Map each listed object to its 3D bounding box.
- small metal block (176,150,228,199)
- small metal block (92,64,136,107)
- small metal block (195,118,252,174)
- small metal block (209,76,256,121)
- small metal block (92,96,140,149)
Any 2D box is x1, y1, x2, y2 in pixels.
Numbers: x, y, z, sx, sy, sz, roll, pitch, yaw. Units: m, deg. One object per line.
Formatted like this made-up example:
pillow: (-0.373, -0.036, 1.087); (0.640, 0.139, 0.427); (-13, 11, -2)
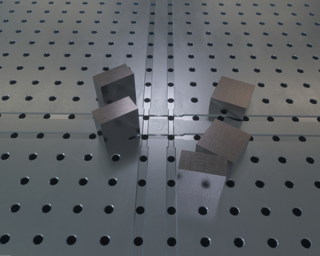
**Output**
small metal block: (0.046, 0.053, 0.348); (0.050, 0.050, 0.025); (8, 51, 7)
small metal block: (-0.063, -0.056, 0.439); (0.050, 0.050, 0.025); (-27, 55, -21)
small metal block: (0.079, 0.022, 0.390); (0.050, 0.025, 0.050); (27, 55, 21)
small metal block: (0.104, -0.044, 0.445); (0.050, 0.025, 0.050); (20, 53, 16)
small metal block: (-0.055, -0.006, 0.397); (0.050, 0.050, 0.025); (-25, 55, -20)
